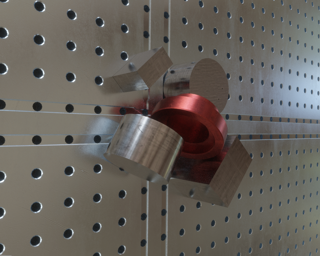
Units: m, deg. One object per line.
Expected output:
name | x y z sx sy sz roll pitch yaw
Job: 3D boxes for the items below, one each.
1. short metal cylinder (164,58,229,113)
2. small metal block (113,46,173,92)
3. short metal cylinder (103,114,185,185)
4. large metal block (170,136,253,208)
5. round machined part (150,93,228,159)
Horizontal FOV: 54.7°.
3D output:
short metal cylinder | 0.052 -0.054 0.438 0.081 0.050 0.079 0 90 -40
small metal block | -0.021 -0.070 0.377 0.050 0.050 0.025 -50 120 -29
short metal cylinder | -0.018 0.026 0.360 0.080 0.080 0.050 38 67 -34
large metal block | 0.068 0.056 0.434 0.050 0.080 0.080 51 60 -28
round machined part | 0.038 -0.006 0.396 0.098 0.098 0.042 49 49 -30
